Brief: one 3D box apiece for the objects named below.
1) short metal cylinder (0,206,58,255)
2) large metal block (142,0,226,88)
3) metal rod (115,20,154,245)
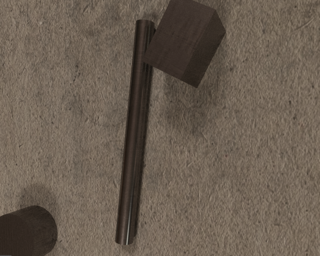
[{"bbox_3d":[-0.204,0.163,0.466,0.080,0.050,0.079,0,90,19],"label":"short metal cylinder"},{"bbox_3d":[0.032,-0.098,0.368,0.050,0.080,0.080,29,100,17],"label":"large metal block"},{"bbox_3d":[-0.034,0.007,0.420,0.025,0.025,0.298,6,92,19],"label":"metal rod"}]
